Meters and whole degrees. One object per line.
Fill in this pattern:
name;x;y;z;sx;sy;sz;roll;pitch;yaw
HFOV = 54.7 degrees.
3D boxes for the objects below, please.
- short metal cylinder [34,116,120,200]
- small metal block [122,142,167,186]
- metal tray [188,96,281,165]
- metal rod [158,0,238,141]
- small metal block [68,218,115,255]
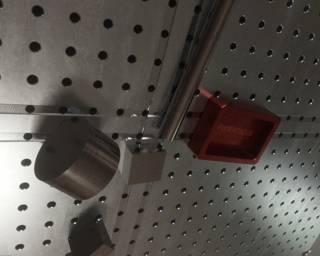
short metal cylinder;-0.092;0.034;0.347;0.080;0.080;0.050;-44;130;2
small metal block;-0.023;0.049;0.431;0.050;0.025;0.050;-4;120;-27
metal tray;0.117;0.008;0.479;0.131;0.030;0.089;9;114;-33
metal rod;0.064;-0.118;0.374;0.025;0.025;0.298;10;113;-33
small metal block;-0.100;0.169;0.446;0.050;0.050;0.025;-40;130;-1
